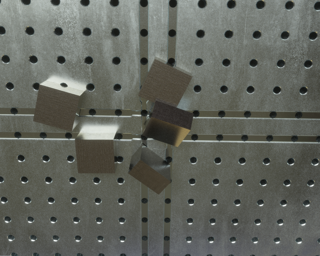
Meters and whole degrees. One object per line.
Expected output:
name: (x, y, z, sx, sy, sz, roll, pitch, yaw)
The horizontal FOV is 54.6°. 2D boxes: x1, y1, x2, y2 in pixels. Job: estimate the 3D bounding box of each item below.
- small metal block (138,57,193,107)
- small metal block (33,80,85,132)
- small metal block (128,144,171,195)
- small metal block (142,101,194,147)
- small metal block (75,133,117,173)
small metal block: (0.006, -0.056, 0.393, 0.050, 0.025, 0.050, 24, 108, -9)
small metal block: (-0.131, -0.029, 0.402, 0.050, 0.025, 0.050, 16, 109, -6)
small metal block: (-0.013, 0.055, 0.420, 0.050, 0.050, 0.025, 38, 106, -13)
small metal block: (0.009, -0.004, 0.398, 0.050, 0.025, 0.050, 18, 149, -7)
small metal block: (-0.086, 0.034, 0.425, 0.050, 0.025, 0.050, 0, 110, 0)
